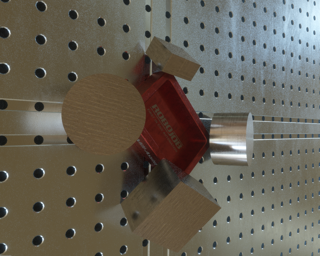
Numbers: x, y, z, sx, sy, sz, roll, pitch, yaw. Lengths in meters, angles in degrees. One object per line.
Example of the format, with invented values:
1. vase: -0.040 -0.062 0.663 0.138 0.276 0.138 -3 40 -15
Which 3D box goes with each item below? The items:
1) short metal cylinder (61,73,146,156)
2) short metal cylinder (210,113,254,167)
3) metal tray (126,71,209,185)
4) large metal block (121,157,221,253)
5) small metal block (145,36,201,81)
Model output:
1. short metal cylinder: -0.059 -0.013 0.324 0.081 0.050 0.079 0 91 -15
2. short metal cylinder: 0.109 0.017 0.464 0.080 0.050 0.079 0 90 -66
3. metal tray: 0.010 0.001 0.413 0.090 0.030 0.130 -49 119 -29
4. large metal block: 0.013 0.096 0.382 0.080 0.050 0.080 -48 124 6
5. small metal block: 0.017 -0.090 0.403 0.050 0.050 0.025 11 121 -39
